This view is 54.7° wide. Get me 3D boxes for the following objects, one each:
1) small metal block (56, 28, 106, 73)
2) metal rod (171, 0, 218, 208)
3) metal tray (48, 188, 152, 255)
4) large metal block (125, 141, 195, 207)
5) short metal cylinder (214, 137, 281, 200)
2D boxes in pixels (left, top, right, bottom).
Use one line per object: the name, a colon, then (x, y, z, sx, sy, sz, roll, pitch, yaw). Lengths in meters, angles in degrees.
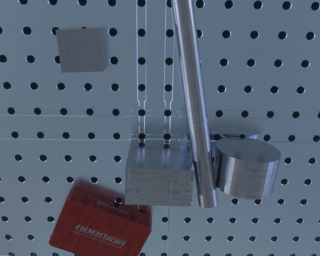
small metal block: (-0.095, -0.095, 0.377, 0.050, 0.025, 0.050, -2, 110, 0)
metal rod: (0.040, -0.047, 0.371, 0.025, 0.025, 0.298, -8, 101, 2)
metal tray: (-0.088, 0.154, 0.466, 0.131, 0.030, 0.089, 23, 108, -9)
large metal block: (-0.001, 0.057, 0.405, 0.081, 0.080, 0.050, 2, 110, -1)
short metal cylinder: (0.111, 0.050, 0.404, 0.081, 0.080, 0.050, 4, 110, -2)
